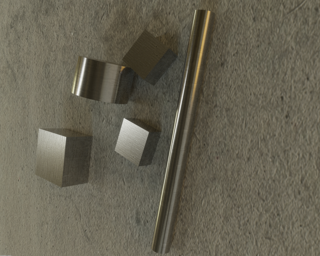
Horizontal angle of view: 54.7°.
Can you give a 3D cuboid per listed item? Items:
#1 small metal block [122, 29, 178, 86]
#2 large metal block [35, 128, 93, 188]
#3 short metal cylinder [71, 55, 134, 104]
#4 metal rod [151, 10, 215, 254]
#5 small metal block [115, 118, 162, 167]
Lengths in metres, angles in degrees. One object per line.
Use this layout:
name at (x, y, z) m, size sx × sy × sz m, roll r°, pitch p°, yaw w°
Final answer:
small metal block at (-0.014, -0.092, 0.407) m, size 0.050 × 0.025 × 0.050 m, roll -50°, pitch 60°, yaw 11°
large metal block at (-0.162, 0.046, 0.519) m, size 0.080 × 0.050 × 0.079 m, roll 12°, pitch 98°, yaw 39°
short metal cylinder at (-0.079, -0.068, 0.432) m, size 0.080 × 0.081 × 0.050 m, roll 22°, pitch 104°, yaw 37°
metal rod at (0.026, 0.011, 0.381) m, size 0.025 × 0.025 × 0.298 m, roll 16°, pitch 100°, yaw 38°
small metal block at (-0.031, 0.019, 0.429) m, size 0.050 × 0.025 × 0.050 m, roll 28°, pitch 107°, yaw 36°
